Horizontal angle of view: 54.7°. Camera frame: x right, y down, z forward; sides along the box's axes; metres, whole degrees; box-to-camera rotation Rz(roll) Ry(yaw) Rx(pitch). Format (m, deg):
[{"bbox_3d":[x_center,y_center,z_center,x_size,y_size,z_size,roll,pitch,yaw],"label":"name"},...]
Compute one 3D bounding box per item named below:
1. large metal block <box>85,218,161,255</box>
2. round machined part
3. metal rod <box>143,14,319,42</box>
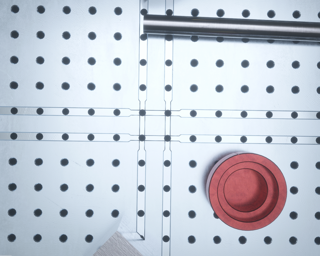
[{"bbox_3d":[-0.052,0.180,0.400,0.080,0.050,0.080,44,90,-1],"label":"large metal block"},{"bbox_3d":[0.110,0.079,0.406,0.099,0.042,0.097,0,90,-1],"label":"round machined part"},{"bbox_3d":[0.129,-0.132,0.415,0.302,0.025,0.025,2,90,-1],"label":"metal rod"}]
